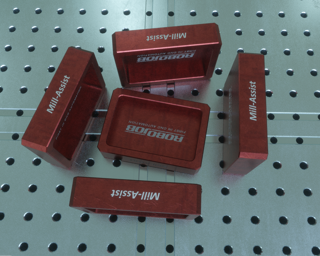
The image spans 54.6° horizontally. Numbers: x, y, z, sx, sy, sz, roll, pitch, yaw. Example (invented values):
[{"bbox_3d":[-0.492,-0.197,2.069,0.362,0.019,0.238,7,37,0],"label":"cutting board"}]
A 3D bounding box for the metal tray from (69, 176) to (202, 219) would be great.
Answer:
[{"bbox_3d":[-0.024,0.081,0.348,0.131,0.090,0.030,3,70,1],"label":"metal tray"}]

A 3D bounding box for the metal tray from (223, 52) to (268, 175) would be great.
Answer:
[{"bbox_3d":[0.102,-0.015,0.383,0.030,0.090,0.130,4,70,1],"label":"metal tray"}]

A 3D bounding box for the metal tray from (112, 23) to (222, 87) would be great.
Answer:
[{"bbox_3d":[0.008,-0.093,0.411,0.131,0.090,0.030,-6,70,-2],"label":"metal tray"}]

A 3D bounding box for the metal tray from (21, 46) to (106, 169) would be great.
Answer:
[{"bbox_3d":[-0.112,-0.022,0.385,0.030,0.090,0.130,17,71,6],"label":"metal tray"}]

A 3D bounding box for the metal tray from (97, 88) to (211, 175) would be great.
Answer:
[{"bbox_3d":[-0.006,0.003,0.407,0.131,0.030,0.090,11,70,3],"label":"metal tray"}]
